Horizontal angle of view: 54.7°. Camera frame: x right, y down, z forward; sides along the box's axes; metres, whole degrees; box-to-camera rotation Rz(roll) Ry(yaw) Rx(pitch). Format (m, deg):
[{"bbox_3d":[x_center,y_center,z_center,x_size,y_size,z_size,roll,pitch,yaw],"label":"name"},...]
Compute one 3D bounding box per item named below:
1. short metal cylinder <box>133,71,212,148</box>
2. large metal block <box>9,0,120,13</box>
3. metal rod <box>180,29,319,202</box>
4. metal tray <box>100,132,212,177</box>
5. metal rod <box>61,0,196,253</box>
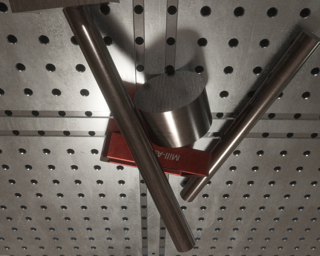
[{"bbox_3d":[0.016,-0.023,0.356,0.080,0.080,0.050,-12,128,9],"label":"short metal cylinder"},{"bbox_3d":[-0.083,-0.142,0.257,0.080,0.050,0.079,-5,110,4],"label":"large metal block"},{"bbox_3d":[0.103,0.006,0.418,0.025,0.025,0.298,18,128,-15],"label":"metal rod"},{"bbox_3d":[-0.010,0.038,0.408,0.131,0.030,0.090,12,168,-11],"label":"metal tray"},{"bbox_3d":[-0.028,0.006,0.337,0.025,0.025,0.299,-20,103,16],"label":"metal rod"}]
